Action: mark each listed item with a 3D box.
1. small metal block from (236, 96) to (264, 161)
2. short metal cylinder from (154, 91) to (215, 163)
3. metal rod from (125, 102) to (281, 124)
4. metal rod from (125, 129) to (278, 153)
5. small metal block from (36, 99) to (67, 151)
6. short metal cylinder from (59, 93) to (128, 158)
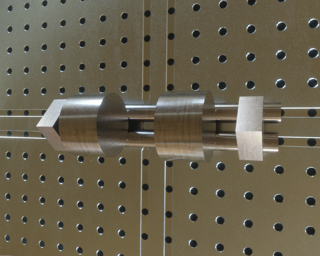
[{"bbox_3d":[0.100,0.001,0.340,0.025,0.050,0.050,1,49,20],"label":"small metal block"},{"bbox_3d":[0.031,-0.002,0.349,0.050,0.080,0.079,1,90,20],"label":"short metal cylinder"},{"bbox_3d":[0.000,-0.020,0.413,0.301,0.025,0.025,1,91,19],"label":"metal rod"},{"bbox_3d":[-0.003,0.015,0.414,0.301,0.025,0.025,1,91,19],"label":"metal rod"},{"bbox_3d":[-0.133,-0.004,0.422,0.025,0.050,0.050,1,48,20],"label":"small metal block"},{"bbox_3d":[-0.080,-0.004,0.388,0.050,0.080,0.079,1,90,20],"label":"short metal cylinder"}]
